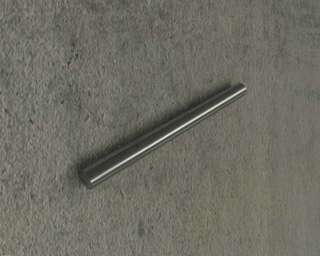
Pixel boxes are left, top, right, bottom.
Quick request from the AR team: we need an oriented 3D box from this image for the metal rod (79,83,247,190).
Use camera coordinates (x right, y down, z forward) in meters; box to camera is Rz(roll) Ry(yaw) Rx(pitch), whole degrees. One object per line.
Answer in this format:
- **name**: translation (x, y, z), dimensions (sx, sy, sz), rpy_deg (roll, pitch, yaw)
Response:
- **metal rod**: translation (0.026, -0.003, 0.424), dimensions (0.302, 0.025, 0.025), rpy_deg (-29, 108, -36)
